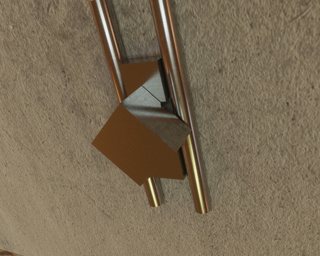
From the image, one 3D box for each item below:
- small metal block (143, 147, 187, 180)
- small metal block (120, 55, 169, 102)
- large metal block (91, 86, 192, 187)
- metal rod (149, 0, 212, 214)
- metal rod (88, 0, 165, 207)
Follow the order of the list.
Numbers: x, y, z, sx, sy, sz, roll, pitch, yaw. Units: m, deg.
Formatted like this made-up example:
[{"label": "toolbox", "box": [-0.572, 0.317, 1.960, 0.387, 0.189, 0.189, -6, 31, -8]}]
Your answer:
[{"label": "small metal block", "box": [0.010, 0.042, 0.427, 0.050, 0.025, 0.050, 1, 119, 27]}, {"label": "small metal block", "box": [-0.015, -0.059, 0.377, 0.050, 0.025, 0.050, 1, 119, 27]}, {"label": "large metal block", "box": [-0.023, 0.011, 0.375, 0.080, 0.050, 0.080, 42, 129, -1]}, {"label": "metal rod", "box": [0.030, -0.015, 0.382, 0.025, 0.025, 0.298, 0, 119, 27]}, {"label": "metal rod", "box": [-0.037, -0.016, 0.417, 0.025, 0.025, 0.298, 0, 119, 27]}]
